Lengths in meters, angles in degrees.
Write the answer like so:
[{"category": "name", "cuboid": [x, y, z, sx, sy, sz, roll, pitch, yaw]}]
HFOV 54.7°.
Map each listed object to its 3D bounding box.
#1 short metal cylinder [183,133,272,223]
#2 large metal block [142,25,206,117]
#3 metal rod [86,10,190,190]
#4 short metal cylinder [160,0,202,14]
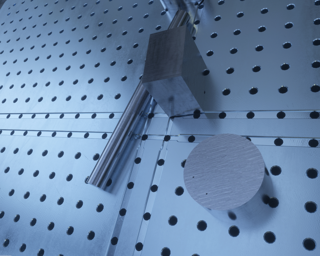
[{"category": "short metal cylinder", "cuboid": [0.071, 0.052, 0.323, 0.080, 0.050, 0.080, -13, 56, 21]}, {"category": "large metal block", "cuboid": [0.022, -0.071, 0.405, 0.050, 0.080, 0.080, -7, 59, 25]}, {"category": "metal rod", "cuboid": [-0.024, -0.052, 0.452, 0.025, 0.025, 0.300, 13, 68, 33]}, {"category": "short metal cylinder", "cuboid": [0.032, -0.241, 0.523, 0.080, 0.050, 0.080, -13, 56, 21]}]
